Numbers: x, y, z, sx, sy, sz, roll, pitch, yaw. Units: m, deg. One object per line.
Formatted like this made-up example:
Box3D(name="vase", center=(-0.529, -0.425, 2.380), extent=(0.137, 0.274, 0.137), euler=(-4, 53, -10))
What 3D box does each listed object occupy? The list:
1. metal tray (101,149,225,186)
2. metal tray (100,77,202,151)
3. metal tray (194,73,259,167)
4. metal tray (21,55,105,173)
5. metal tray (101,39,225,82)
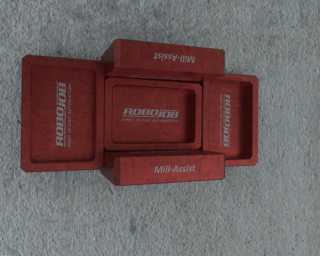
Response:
Box3D(name="metal tray", center=(0.001, 0.044, 0.375), extent=(0.131, 0.090, 0.030), euler=(0, 90, -20))
Box3D(name="metal tray", center=(-0.010, -0.016, 0.405), extent=(0.131, 0.030, 0.089), euler=(1, 90, -21))
Box3D(name="metal tray", center=(0.095, -0.011, 0.444), extent=(0.091, 0.030, 0.129), euler=(1, 90, -21))
Box3D(name="metal tray", center=(-0.114, -0.016, 0.366), extent=(0.091, 0.030, 0.129), euler=(1, 90, -21))
Box3D(name="metal tray", center=(0.001, -0.076, 0.377), extent=(0.131, 0.090, 0.030), euler=(0, 90, -20))
